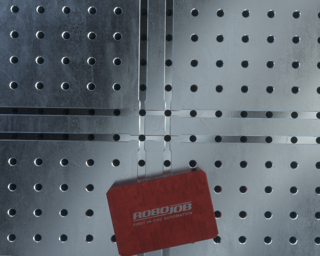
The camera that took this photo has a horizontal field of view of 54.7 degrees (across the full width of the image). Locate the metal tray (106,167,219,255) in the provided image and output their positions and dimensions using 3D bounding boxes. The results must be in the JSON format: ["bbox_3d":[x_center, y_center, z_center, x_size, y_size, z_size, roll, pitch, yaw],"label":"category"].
[{"bbox_3d":[0.003,0.110,0.411,0.131,0.030,0.089,-12,90,-1],"label":"metal tray"}]
